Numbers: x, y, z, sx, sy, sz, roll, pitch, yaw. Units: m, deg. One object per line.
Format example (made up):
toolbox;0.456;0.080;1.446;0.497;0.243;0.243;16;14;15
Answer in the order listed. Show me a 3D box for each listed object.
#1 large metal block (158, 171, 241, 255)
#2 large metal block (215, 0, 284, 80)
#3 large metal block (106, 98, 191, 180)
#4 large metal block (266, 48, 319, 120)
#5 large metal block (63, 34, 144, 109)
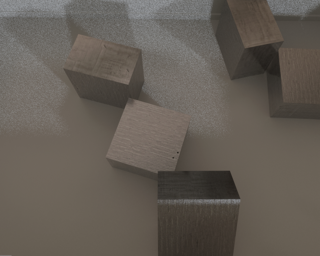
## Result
large metal block;0.038;0.094;0.340;0.081;0.079;0.050;0;25;0
large metal block;0.118;-0.124;0.427;0.050;0.080;0.080;-12;71;-4
large metal block;-0.012;0.018;0.390;0.080;0.050;0.080;16;71;6
large metal block;0.195;-0.059;0.419;0.080;0.050;0.080;3;70;1
large metal block;-0.068;-0.069;0.405;0.080;0.080;0.050;15;71;5
